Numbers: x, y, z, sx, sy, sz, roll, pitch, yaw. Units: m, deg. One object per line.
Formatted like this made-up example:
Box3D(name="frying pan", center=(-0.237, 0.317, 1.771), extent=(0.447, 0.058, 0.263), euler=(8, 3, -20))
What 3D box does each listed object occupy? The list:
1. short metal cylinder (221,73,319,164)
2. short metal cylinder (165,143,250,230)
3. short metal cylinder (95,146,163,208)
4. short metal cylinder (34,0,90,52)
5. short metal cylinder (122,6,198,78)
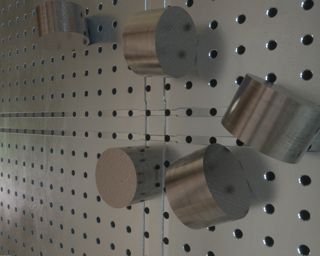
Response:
Box3D(name="short metal cylinder", center=(0.105, -0.010, 0.286), extent=(0.080, 0.081, 0.050), euler=(38, 113, 33))
Box3D(name="short metal cylinder", center=(0.052, 0.062, 0.330), extent=(0.050, 0.081, 0.080), euler=(-29, 72, 36))
Box3D(name="short metal cylinder", center=(-0.043, 0.066, 0.427), extent=(0.080, 0.050, 0.079), euler=(0, 90, 39))
Box3D(name="short metal cylinder", center=(-0.158, -0.162, 0.501), extent=(0.080, 0.081, 0.050), euler=(-14, 82, 39))
Box3D(name="short metal cylinder", center=(0.002, -0.101, 0.371), extent=(0.050, 0.081, 0.079), euler=(10, 96, 39))
